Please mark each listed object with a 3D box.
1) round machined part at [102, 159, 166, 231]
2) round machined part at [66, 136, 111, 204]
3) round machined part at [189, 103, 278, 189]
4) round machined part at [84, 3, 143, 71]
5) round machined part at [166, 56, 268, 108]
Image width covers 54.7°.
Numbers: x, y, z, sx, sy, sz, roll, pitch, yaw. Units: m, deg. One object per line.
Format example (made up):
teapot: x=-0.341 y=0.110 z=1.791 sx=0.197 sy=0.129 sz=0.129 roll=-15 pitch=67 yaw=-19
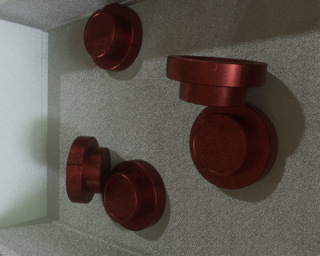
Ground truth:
round machined part: x=-0.043 y=0.094 z=0.431 sx=0.098 sy=0.042 sz=0.097 roll=0 pitch=90 yaw=40
round machined part: x=-0.100 y=0.061 z=0.455 sx=0.042 sy=0.098 sz=0.097 roll=3 pitch=92 yaw=3
round machined part: x=0.072 y=0.018 z=0.337 sx=0.098 sy=0.042 sz=0.097 roll=0 pitch=90 yaw=40
round machined part: x=-0.075 y=-0.135 z=0.458 sx=0.098 sy=0.042 sz=0.097 roll=0 pitch=90 yaw=40
round machined part: x=0.055 y=-0.048 z=0.315 sx=0.098 sy=0.099 sz=0.042 roll=17 pitch=110 yaw=38
